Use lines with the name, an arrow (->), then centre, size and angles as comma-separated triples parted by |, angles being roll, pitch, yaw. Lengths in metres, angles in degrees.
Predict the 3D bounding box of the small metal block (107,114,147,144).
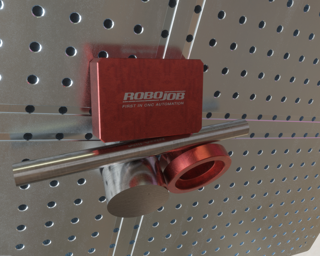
small metal block -> -0.035, 0.015, 0.414 | 0.050, 0.025, 0.050 | 19, 108, -36

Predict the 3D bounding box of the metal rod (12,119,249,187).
metal rod -> -0.016, 0.024, 0.385 | 0.303, 0.025, 0.025 | -11, 123, -23

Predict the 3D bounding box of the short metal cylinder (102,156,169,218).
short metal cylinder -> -0.033, 0.076, 0.410 | 0.081, 0.050, 0.080 | -11, 140, -9

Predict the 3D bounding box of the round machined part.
round machined part -> 0.049, 0.051, 0.445 | 0.099, 0.042, 0.098 | -18, 148, -12

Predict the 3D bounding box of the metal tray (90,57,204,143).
metal tray -> -0.012, -0.035, 0.363 | 0.131, 0.030, 0.089 | -5, 102, -27
